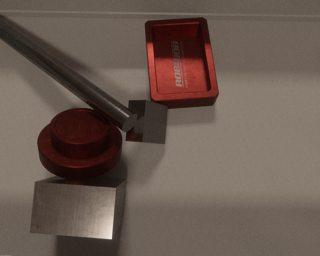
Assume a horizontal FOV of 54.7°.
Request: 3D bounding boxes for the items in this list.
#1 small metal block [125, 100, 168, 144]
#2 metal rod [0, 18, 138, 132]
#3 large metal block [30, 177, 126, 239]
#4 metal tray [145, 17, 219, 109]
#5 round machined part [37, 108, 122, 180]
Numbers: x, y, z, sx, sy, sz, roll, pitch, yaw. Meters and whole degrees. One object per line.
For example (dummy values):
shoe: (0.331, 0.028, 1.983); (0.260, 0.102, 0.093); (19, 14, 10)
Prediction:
small metal block: (-0.016, -0.006, 0.389); (0.025, 0.050, 0.050); (2, 85, 33)
metal rod: (-0.149, -0.086, 0.412); (0.300, 0.025, 0.025); (35, 73, 22)
large metal block: (-0.084, 0.083, 0.343); (0.081, 0.080, 0.050); (4, 87, 1)
metal tray: (0.028, -0.093, 0.441); (0.091, 0.030, 0.129); (-4, 70, -2)
round machined part: (-0.095, 0.012, 0.371); (0.099, 0.042, 0.098); (6, 38, -4)
